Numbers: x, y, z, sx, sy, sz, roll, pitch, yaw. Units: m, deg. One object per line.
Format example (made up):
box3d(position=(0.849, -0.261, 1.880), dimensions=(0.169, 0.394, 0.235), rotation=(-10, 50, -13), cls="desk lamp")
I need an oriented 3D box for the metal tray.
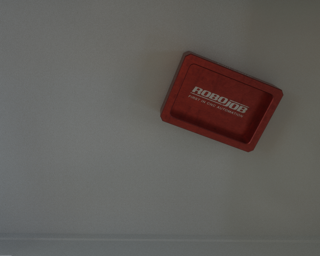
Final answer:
box3d(position=(0.076, -0.032, 0.397), dimensions=(0.131, 0.030, 0.089), rotation=(20, 109, -8), cls="metal tray")
